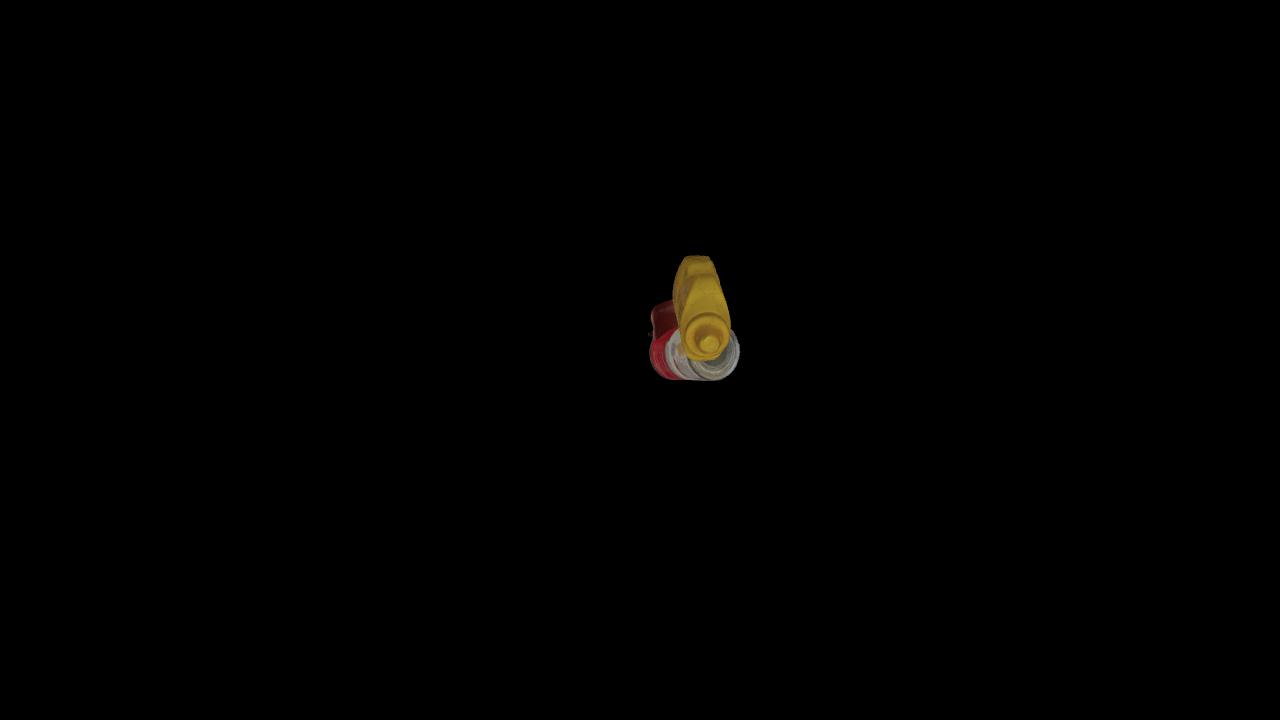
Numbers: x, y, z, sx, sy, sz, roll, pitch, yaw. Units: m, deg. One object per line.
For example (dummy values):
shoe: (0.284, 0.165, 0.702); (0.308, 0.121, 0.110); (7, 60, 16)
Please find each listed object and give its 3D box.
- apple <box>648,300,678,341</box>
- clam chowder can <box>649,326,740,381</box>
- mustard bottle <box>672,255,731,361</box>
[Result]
apple: (0.055, -0.039, 0.757); (0.093, 0.079, 0.079); (-5, -1, 10)
clam chowder can: (0.061, -0.009, 0.712); (0.068, 0.068, 0.102); (0, 0, -23)
mustard bottle: (0.064, -0.047, 0.641); (0.054, 0.092, 0.184); (6, 22, -2)
